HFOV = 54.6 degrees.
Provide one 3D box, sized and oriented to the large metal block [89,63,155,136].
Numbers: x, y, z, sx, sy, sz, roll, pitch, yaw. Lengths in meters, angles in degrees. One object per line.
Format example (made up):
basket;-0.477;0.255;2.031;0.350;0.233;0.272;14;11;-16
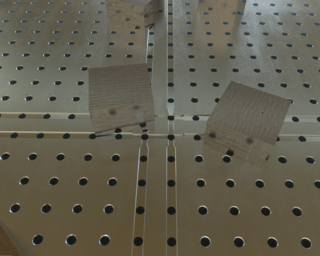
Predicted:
large metal block;-0.053;-0.041;0.426;0.080;0.050;0.080;-7;50;-6

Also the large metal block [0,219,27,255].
large metal block;-0.163;0.135;0.277;0.080;0.050;0.080;-37;59;-27

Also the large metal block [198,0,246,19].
large metal block;0.125;-0.269;0.599;0.080;0.080;0.050;26;55;20

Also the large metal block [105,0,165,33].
large metal block;-0.045;-0.233;0.587;0.080;0.050;0.080;22;53;17

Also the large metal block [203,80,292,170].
large metal block;0.111;-0.006;0.397;0.080;0.050;0.080;23;54;18
